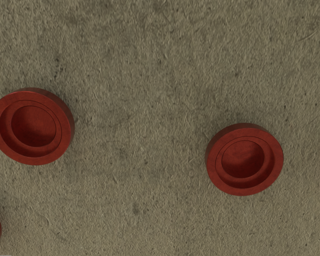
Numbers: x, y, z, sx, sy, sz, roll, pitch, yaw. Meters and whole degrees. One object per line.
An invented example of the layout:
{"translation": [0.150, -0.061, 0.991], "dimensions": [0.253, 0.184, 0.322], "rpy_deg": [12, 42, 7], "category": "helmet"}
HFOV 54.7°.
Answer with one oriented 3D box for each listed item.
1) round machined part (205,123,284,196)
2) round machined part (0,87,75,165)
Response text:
{"translation": [0.109, 0.038, 0.416], "dimensions": [0.099, 0.042, 0.097], "rpy_deg": [0, 110, 0], "category": "round machined part"}
{"translation": [-0.159, -0.005, 0.398], "dimensions": [0.099, 0.042, 0.097], "rpy_deg": [0, 110, 0], "category": "round machined part"}
